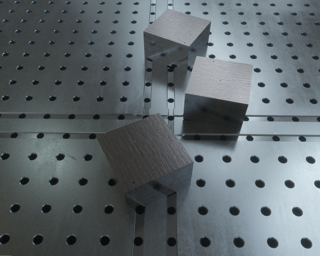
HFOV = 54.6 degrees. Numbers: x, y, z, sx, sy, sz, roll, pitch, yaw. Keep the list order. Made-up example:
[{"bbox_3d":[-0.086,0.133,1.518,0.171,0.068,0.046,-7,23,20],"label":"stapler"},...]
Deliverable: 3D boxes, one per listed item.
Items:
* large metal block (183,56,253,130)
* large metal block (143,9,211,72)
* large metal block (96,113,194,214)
[{"bbox_3d":[0.081,-0.051,0.435,0.080,0.050,0.080,11,51,9],"label":"large metal block"},{"bbox_3d":[0.029,-0.147,0.516,0.080,0.050,0.080,24,54,19],"label":"large metal block"},{"bbox_3d":[-0.018,0.039,0.359,0.081,0.050,0.080,-22,53,-17],"label":"large metal block"}]
